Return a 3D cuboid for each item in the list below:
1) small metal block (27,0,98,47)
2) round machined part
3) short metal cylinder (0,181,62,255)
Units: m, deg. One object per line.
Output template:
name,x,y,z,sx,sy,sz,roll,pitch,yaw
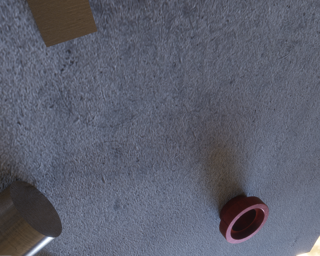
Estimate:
small metal block,-0.093,-0.110,0.289,0.050,0.025,0.050,-23,127,-15
round machined part,0.153,0.167,0.586,0.099,0.042,0.097,-14,125,-21
short metal cylinder,-0.159,0.107,0.351,0.050,0.080,0.080,-39,130,-2
